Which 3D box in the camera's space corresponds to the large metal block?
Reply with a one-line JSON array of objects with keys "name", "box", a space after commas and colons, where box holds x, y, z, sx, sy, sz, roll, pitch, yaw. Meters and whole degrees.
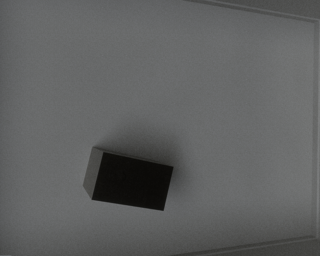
[{"name": "large metal block", "box": [-0.041, 0.058, 0.367, 0.081, 0.080, 0.050, 14, 85, -20]}]
